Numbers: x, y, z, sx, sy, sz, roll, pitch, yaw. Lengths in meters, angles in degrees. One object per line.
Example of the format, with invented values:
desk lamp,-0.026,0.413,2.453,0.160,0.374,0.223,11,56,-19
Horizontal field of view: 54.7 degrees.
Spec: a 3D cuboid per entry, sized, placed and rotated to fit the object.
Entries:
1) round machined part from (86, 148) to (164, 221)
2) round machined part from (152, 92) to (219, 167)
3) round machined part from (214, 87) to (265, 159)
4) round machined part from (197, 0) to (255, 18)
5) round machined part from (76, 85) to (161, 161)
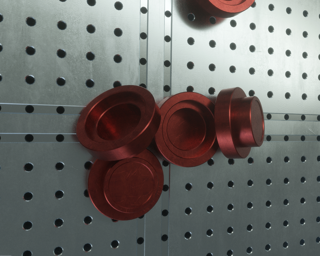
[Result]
round machined part,-0.041,0.068,0.390,0.099,0.042,0.097,0,90,-21
round machined part,0.032,0.002,0.416,0.099,0.042,0.097,0,90,-21
round machined part,0.113,-0.007,0.420,0.098,0.042,0.097,13,75,-57
round machined part,0.087,-0.204,0.437,0.099,0.042,0.097,0,90,-21
round machined part,-0.045,-0.002,0.368,0.098,0.098,0.042,-44,139,-15
